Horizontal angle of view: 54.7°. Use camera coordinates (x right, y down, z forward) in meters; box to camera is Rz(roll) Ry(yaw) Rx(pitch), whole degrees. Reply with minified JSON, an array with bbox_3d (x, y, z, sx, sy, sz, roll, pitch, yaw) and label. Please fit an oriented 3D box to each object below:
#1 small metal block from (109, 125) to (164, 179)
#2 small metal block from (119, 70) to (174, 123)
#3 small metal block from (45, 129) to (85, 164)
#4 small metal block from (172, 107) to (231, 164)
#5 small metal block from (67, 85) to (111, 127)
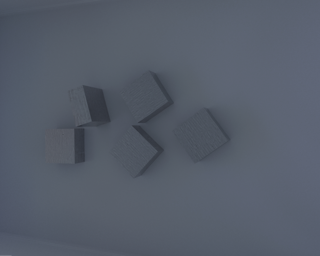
[{"bbox_3d":[-0.032,0.032,0.421,0.050,0.025,0.050,44,103,14],"label":"small metal block"},{"bbox_3d":[-0.018,-0.041,0.416,0.050,0.025,0.050,-34,79,16],"label":"small metal block"},{"bbox_3d":[-0.141,0.026,0.459,0.050,0.025,0.050,-1,90,19],"label":"small metal block"},{"bbox_3d":[0.052,0.009,0.392,0.050,0.025,0.050,-37,78,16],"label":"small metal block"},{"bbox_3d":[-0.098,-0.029,0.430,0.025,0.050,0.050,-17,85,19],"label":"small metal block"}]
